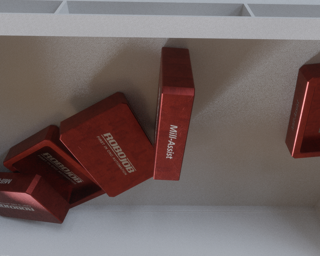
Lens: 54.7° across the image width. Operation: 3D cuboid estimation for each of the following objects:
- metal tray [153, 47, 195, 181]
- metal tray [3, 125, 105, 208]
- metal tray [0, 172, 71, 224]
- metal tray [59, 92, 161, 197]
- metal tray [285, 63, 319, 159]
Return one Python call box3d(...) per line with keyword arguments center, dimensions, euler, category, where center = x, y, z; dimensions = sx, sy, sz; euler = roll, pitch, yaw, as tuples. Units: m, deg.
box3d(center=(0.012, -0.014, 0.354), dimensions=(0.030, 0.090, 0.129), euler=(3, 130, -3), category="metal tray")
box3d(center=(-0.146, 0.062, 0.457), dimensions=(0.090, 0.030, 0.130), euler=(-27, 126, 21), category="metal tray")
box3d(center=(-0.212, 0.103, 0.463), dimensions=(0.130, 0.030, 0.090), euler=(-1, 138, 23), category="metal tray")
box3d(center=(-0.059, 0.027, 0.411), dimensions=(0.090, 0.030, 0.130), euler=(-28, 127, 1), category="metal tray")
box3d(center=(0.216, -0.020, 0.390), dimensions=(0.090, 0.030, 0.129), euler=(-6, 130, 4), category="metal tray")
